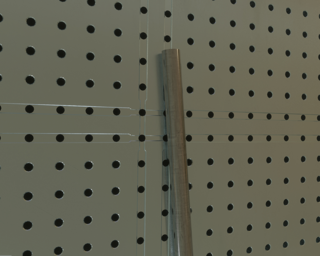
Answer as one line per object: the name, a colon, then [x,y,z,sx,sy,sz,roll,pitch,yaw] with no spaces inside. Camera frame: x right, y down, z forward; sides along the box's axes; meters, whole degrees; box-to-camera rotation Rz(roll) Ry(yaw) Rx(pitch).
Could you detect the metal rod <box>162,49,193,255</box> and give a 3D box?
metal rod: [0.025,0.044,0.422,0.025,0.025,0.298,-4,92,-20]
